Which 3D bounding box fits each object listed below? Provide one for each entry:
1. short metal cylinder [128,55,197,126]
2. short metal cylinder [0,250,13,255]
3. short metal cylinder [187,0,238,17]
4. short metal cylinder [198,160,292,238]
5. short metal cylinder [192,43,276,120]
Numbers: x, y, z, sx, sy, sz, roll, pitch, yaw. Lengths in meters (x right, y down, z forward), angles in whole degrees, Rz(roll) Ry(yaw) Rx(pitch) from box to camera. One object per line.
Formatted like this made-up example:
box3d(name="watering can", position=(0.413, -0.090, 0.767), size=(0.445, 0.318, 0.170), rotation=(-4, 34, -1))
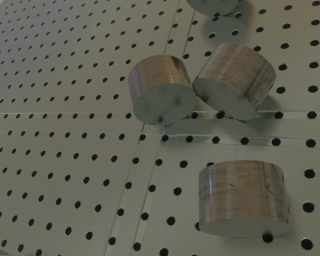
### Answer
box3d(name="short metal cylinder", position=(0.002, -0.047, 0.400), size=(0.080, 0.080, 0.050), rotation=(-24, 53, 13))
box3d(name="short metal cylinder", position=(-0.198, 0.184, 0.362), size=(0.080, 0.080, 0.050), rotation=(24, 75, 36))
box3d(name="short metal cylinder", position=(0.082, -0.214, 0.461), size=(0.080, 0.080, 0.050), rotation=(6, 65, 30))
box3d(name="short metal cylinder", position=(0.077, 0.069, 0.290), size=(0.080, 0.080, 0.050), rotation=(-10, 58, 22))
box3d(name="short metal cylinder", position=(0.085, -0.052, 0.360), size=(0.080, 0.080, 0.050), rotation=(24, 75, 36))
